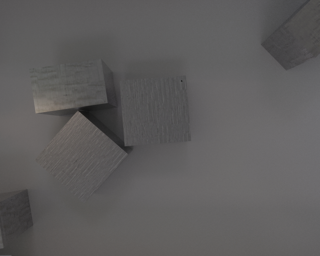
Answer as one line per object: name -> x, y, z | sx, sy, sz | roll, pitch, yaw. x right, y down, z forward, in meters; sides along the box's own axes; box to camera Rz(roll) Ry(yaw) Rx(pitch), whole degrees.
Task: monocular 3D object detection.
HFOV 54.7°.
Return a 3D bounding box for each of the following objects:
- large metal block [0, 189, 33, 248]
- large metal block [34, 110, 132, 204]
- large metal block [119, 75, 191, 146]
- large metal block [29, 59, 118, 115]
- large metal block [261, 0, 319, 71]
large metal block -> -0.217, 0.115, 0.382 | 0.080, 0.080, 0.050 | -9, 90, 0
large metal block -> -0.094, 0.034, 0.397 | 0.080, 0.050, 0.080 | 41, 92, 0
large metal block -> -0.006, -0.021, 0.399 | 0.080, 0.050, 0.080 | -5, 90, 0
large metal block -> -0.101, -0.047, 0.383 | 0.080, 0.080, 0.050 | -8, 90, 0
large metal block -> 0.185, -0.124, 0.385 | 0.080, 0.080, 0.050 | -44, 90, 0
